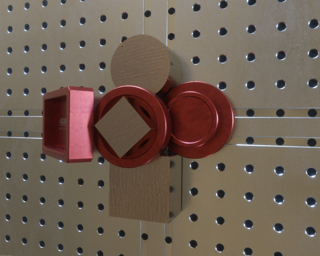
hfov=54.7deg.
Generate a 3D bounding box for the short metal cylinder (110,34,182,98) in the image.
[{"bbox_3d":[-0.017,-0.075,0.405,0.080,0.050,0.080,0,90,20],"label":"short metal cylinder"}]

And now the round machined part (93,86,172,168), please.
[{"bbox_3d":[-0.032,-0.001,0.384,0.098,0.042,0.097,0,90,20],"label":"round machined part"}]

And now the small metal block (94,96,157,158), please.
[{"bbox_3d":[-0.039,-0.001,0.360,0.050,0.025,0.050,-43,77,15],"label":"small metal block"}]

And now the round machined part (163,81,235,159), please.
[{"bbox_3d":[0.042,-0.010,0.387,0.098,0.042,0.097,0,90,20],"label":"round machined part"}]

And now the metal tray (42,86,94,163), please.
[{"bbox_3d":[-0.127,-0.005,0.416,0.130,0.030,0.089,2,91,57],"label":"metal tray"}]

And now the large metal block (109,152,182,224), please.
[{"bbox_3d":[-0.018,0.073,0.402,0.080,0.050,0.080,1,90,20],"label":"large metal block"}]
